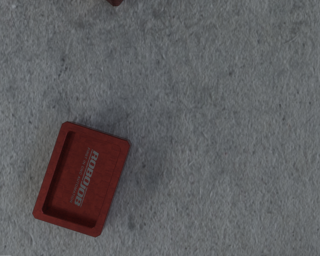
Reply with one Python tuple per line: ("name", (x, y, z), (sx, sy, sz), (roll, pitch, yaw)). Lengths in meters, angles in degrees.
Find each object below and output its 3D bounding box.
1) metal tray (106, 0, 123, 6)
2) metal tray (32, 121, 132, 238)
("metal tray", (-0.080, -0.238, 0.406), (0.130, 0.030, 0.090), (40, 90, -1))
("metal tray", (-0.100, 0.065, 0.406), (0.090, 0.030, 0.129), (18, 90, -1))
